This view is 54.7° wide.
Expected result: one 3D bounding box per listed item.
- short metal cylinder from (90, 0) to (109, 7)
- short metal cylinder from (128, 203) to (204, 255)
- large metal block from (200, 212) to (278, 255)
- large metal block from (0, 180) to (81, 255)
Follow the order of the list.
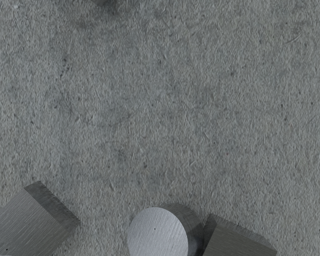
[{"bbox_3d":[-0.085,-0.198,0.382,0.080,0.080,0.050,41,90,0],"label":"short metal cylinder"},{"bbox_3d":[0.008,0.136,0.381,0.080,0.050,0.080,-4,81,28],"label":"short metal cylinder"},{"bbox_3d":[0.089,0.168,0.398,0.080,0.050,0.080,25,90,0],"label":"large metal block"},{"bbox_3d":[-0.164,0.128,0.396,0.080,0.050,0.080,-45,90,0],"label":"large metal block"}]
